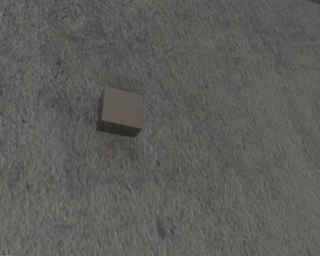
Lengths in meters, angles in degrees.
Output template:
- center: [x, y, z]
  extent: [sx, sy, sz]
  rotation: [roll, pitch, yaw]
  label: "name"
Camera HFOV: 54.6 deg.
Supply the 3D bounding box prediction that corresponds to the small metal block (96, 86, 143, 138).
- center: [-0.050, -0.019, 0.388]
  extent: [0.050, 0.025, 0.050]
  rotation: [13, 57, -21]
  label: "small metal block"
